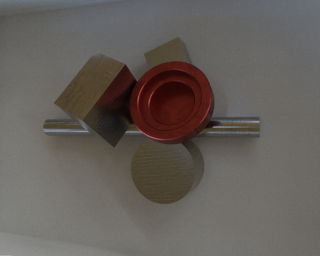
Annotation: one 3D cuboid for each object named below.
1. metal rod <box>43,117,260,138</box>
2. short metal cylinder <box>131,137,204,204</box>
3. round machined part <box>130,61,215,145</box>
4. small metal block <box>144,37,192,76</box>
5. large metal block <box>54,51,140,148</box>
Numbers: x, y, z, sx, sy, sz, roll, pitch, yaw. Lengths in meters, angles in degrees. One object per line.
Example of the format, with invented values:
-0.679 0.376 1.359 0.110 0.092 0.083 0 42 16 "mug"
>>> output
-0.024 -0.001 0.415 0.301 0.025 0.025 0 90 19 "metal rod"
0.011 0.050 0.390 0.080 0.050 0.079 0 90 19 "short metal cylinder"
0.017 -0.027 0.373 0.098 0.042 0.098 -6 70 18 "round machined part"
0.014 -0.082 0.404 0.050 0.025 0.050 -22 83 18 "small metal block"
-0.069 -0.034 0.387 0.050 0.080 0.080 28 76 28 "large metal block"
